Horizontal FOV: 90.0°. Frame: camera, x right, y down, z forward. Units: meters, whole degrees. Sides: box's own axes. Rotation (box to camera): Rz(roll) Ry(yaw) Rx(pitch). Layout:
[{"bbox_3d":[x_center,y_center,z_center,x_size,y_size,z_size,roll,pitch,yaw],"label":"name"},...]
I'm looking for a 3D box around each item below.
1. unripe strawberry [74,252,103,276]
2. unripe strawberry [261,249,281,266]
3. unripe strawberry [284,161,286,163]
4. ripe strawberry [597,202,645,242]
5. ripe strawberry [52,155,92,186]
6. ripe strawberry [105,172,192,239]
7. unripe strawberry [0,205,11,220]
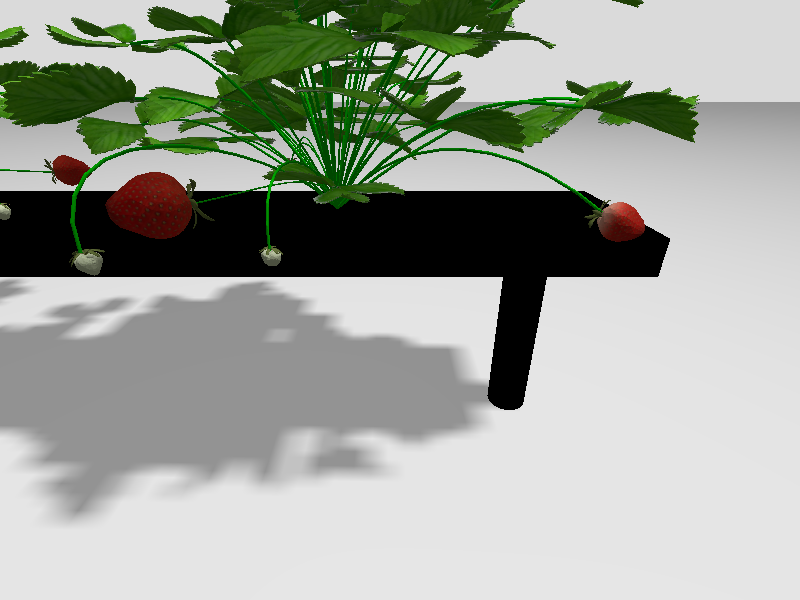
[{"bbox_3d":[-0.174,-0.020,0.224,0.015,0.013,0.013,21,35,34],"label":"unripe strawberry"},{"bbox_3d":[-0.070,-0.023,0.217,0.011,0.010,0.010,3,28,5],"label":"unripe strawberry"},{"bbox_3d":[-0.131,-0.160,0.484,0.019,0.017,0.017,-13,-27,-23],"label":"unripe strawberry"},{"bbox_3d":[0.149,-0.052,0.270,0.030,0.025,0.030,27,34,11],"label":"ripe strawberry"},{"bbox_3d":[-0.357,-0.142,0.437,0.032,0.031,0.030,-17,33,-31],"label":"ripe strawberry"},{"bbox_3d":[-0.170,-0.064,0.273,0.049,0.042,0.049,-18,33,-30],"label":"ripe strawberry"},{"bbox_3d":[-0.295,-0.065,0.296,0.010,0.011,0.011,7,29,13],"label":"unripe strawberry"}]
